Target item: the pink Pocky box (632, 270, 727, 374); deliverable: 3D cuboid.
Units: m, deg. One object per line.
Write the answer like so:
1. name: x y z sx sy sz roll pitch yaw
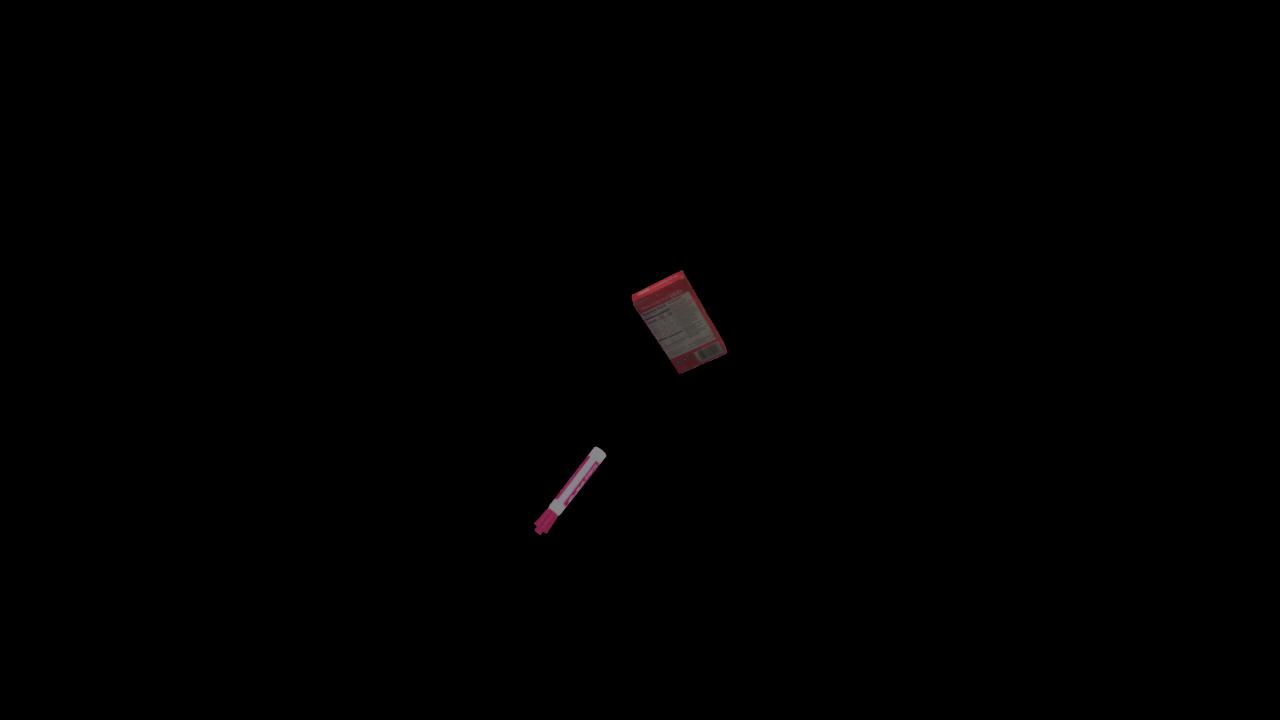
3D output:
1. pink Pocky box: 0.060 -0.053 0.910 0.084 0.155 0.029 -25 36 15

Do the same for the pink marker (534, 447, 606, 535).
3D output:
1. pink marker: -0.082 0.153 0.724 0.020 0.020 0.121 0 44 53
